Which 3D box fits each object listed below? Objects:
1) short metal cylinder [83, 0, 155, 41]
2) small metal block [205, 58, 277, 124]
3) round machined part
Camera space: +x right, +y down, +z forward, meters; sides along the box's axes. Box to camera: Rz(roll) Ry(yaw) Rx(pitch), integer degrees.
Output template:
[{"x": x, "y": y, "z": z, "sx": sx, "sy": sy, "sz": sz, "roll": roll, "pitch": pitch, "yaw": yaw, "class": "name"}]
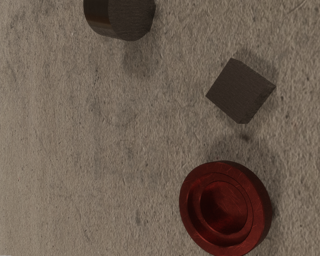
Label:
[{"x": -0.053, "y": -0.159, "z": 0.411, "sx": 0.050, "sy": 0.081, "sz": 0.079, "roll": 23, "pitch": 105, "yaw": 37, "class": "short metal cylinder"}, {"x": 0.086, "y": -0.039, "z": 0.333, "sx": 0.050, "sy": 0.025, "sz": 0.050, "roll": 46, "pitch": 117, "yaw": 30, "class": "small metal block"}, {"x": 0.072, "y": 0.083, "z": 0.333, "sx": 0.098, "sy": 0.042, "sz": 0.097, "roll": 0, "pitch": 90, "yaw": 39, "class": "round machined part"}]
